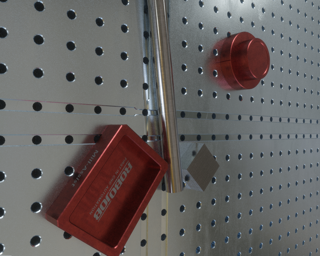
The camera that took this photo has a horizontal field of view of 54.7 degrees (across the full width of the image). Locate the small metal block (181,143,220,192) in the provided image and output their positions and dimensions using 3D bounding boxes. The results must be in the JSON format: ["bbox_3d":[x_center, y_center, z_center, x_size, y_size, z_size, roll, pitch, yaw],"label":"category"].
[{"bbox_3d":[0.056,0.057,0.459,0.050,0.025,0.050,-52,121,-27],"label":"small metal block"}]

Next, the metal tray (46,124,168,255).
[{"bbox_3d":[-0.054,0.071,0.361,0.090,0.030,0.130,46,62,-31],"label":"metal tray"}]

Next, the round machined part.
[{"bbox_3d":[0.151,-0.115,0.527,0.099,0.042,0.097,0,90,-40],"label":"round machined part"}]

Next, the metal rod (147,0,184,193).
[{"bbox_3d":[0.006,-0.062,0.415,0.025,0.025,0.298,-10,96,-40],"label":"metal rod"}]
